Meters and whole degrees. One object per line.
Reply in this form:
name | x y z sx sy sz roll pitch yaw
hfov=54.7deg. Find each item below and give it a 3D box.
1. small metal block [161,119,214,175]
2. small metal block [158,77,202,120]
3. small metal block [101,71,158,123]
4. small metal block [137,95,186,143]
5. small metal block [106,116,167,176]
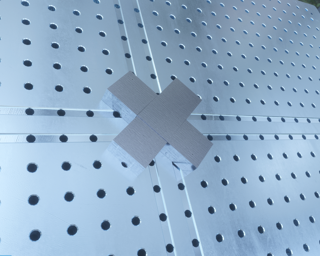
small metal block | 0.036 0.025 0.413 0.050 0.025 0.050 42 51 0
small metal block | 0.025 -0.037 0.445 0.050 0.025 0.050 42 51 0
small metal block | -0.040 -0.041 0.413 0.050 0.025 0.050 42 51 0
small metal block | -0.002 -0.008 0.412 0.050 0.025 0.050 42 51 0
small metal block | -0.028 0.021 0.381 0.050 0.025 0.050 42 51 0
